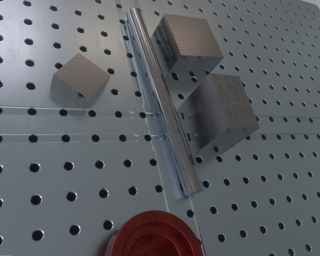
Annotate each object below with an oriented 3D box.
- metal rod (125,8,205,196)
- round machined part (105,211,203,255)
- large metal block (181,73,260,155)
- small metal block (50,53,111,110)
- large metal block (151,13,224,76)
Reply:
[{"bbox_3d":[0.000,-0.051,0.439,0.025,0.025,0.299,-4,64,-30],"label":"metal rod"},{"bbox_3d":[-0.008,0.136,0.309,0.099,0.042,0.098,14,56,-21],"label":"round machined part"},{"bbox_3d":[0.078,-0.017,0.425,0.050,0.080,0.080,1,62,-28],"label":"large metal block"},{"bbox_3d":[-0.099,-0.059,0.391,0.050,0.025,0.050,36,51,-5],"label":"small metal block"},{"bbox_3d":[0.043,-0.130,0.494,0.081,0.050,0.080,-5,64,-30],"label":"large metal block"}]
